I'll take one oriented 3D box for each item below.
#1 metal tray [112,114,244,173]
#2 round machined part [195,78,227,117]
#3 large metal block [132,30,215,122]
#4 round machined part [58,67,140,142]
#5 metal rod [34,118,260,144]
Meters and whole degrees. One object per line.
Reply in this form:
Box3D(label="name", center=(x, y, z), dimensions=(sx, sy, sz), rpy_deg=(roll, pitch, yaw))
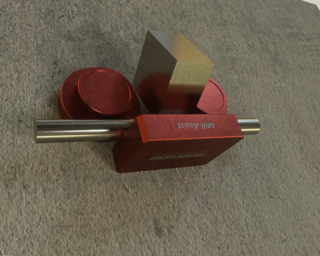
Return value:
Box3D(label="metal tray", center=(0.020, 0.019, 0.364), dimensions=(0.131, 0.090, 0.030), rpy_deg=(-1, 63, -29))
Box3D(label="round machined part", center=(0.057, -0.038, 0.449), dimensions=(0.099, 0.042, 0.098), rpy_deg=(14, 56, -21))
Box3D(label="large metal block", center=(0.012, -0.064, 0.383), dimensions=(0.050, 0.079, 0.080), rpy_deg=(-2, 39, -30))
Box3D(label="round machined part", center=(-0.070, -0.035, 0.377), dimensions=(0.099, 0.042, 0.098), rpy_deg=(14, 56, -21))
Box3D(label="metal rod", center=(0.007, 0.000, 0.384), dimensions=(0.303, 0.025, 0.025), rpy_deg=(-1, 63, -29))
